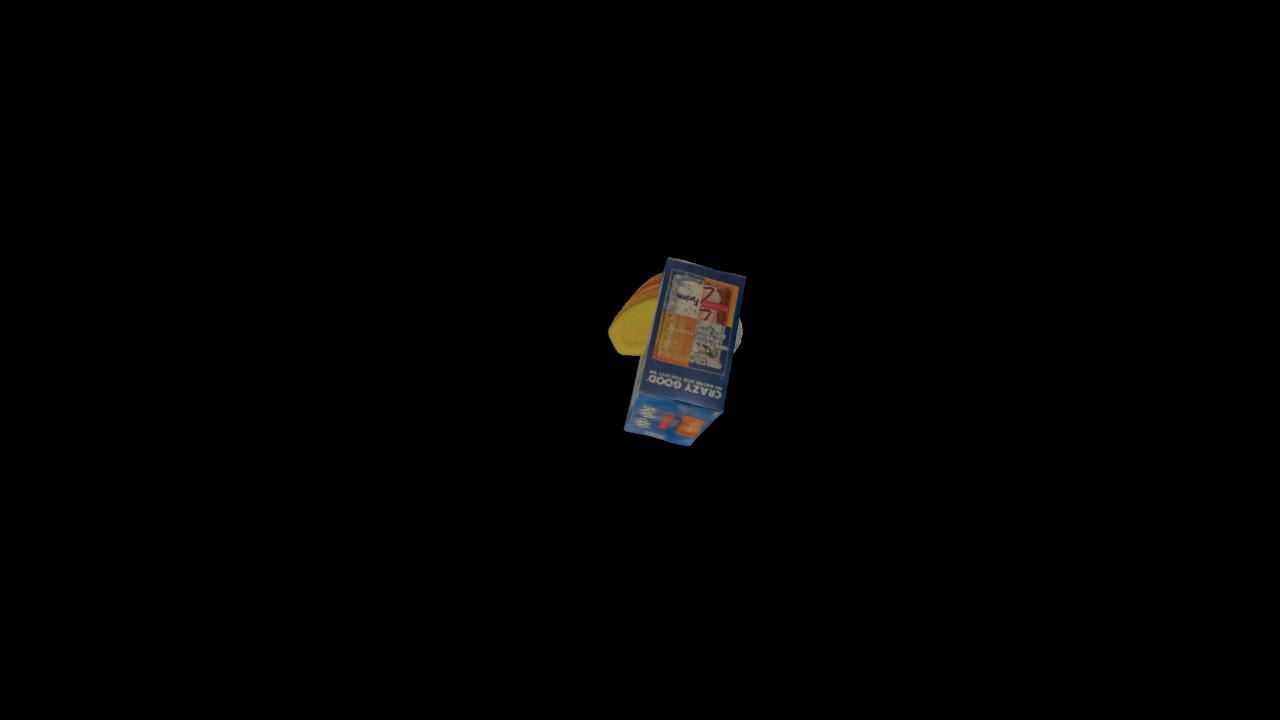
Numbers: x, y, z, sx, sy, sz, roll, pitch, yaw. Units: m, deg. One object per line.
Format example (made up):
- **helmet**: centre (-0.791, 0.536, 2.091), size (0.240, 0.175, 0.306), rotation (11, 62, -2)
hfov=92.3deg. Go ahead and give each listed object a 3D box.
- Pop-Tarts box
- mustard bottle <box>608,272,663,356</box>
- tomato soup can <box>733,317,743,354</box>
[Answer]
- **Pop-Tarts box**: centre (0.042, 0.000, 0.641), size (0.083, 0.141, 0.167), rotation (13, -20, -1)
- **mustard bottle**: centre (0.024, -0.062, 0.676), size (0.092, 0.054, 0.184), rotation (-28, 13, 17)
- **tomato soup can**: centre (0.059, -0.028, 0.674), size (0.068, 0.068, 0.101), rotation (0, -2, -20)
